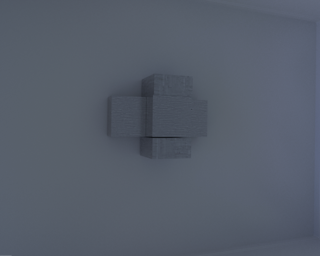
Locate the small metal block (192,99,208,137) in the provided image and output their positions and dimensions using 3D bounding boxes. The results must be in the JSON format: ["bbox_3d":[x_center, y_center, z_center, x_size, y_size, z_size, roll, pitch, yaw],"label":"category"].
[{"bbox_3d":[0.036,-0.013,0.422,0.050,0.025,0.050,1,90,-20],"label":"small metal block"}]

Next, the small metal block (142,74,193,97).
[{"bbox_3d":[0.008,-0.052,0.398,0.050,0.050,0.025,1,90,-20],"label":"small metal block"}]

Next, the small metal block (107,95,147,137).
[{"bbox_3d":[-0.039,-0.014,0.394,0.050,0.025,0.050,1,90,-20],"label":"small metal block"}]

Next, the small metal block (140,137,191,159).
[{"bbox_3d":[0.006,0.024,0.396,0.050,0.050,0.025,1,90,-20],"label":"small metal block"}]

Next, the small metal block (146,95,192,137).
[{"bbox_3d":[0.011,-0.014,0.385,0.050,0.025,0.050,1,90,-20],"label":"small metal block"}]
